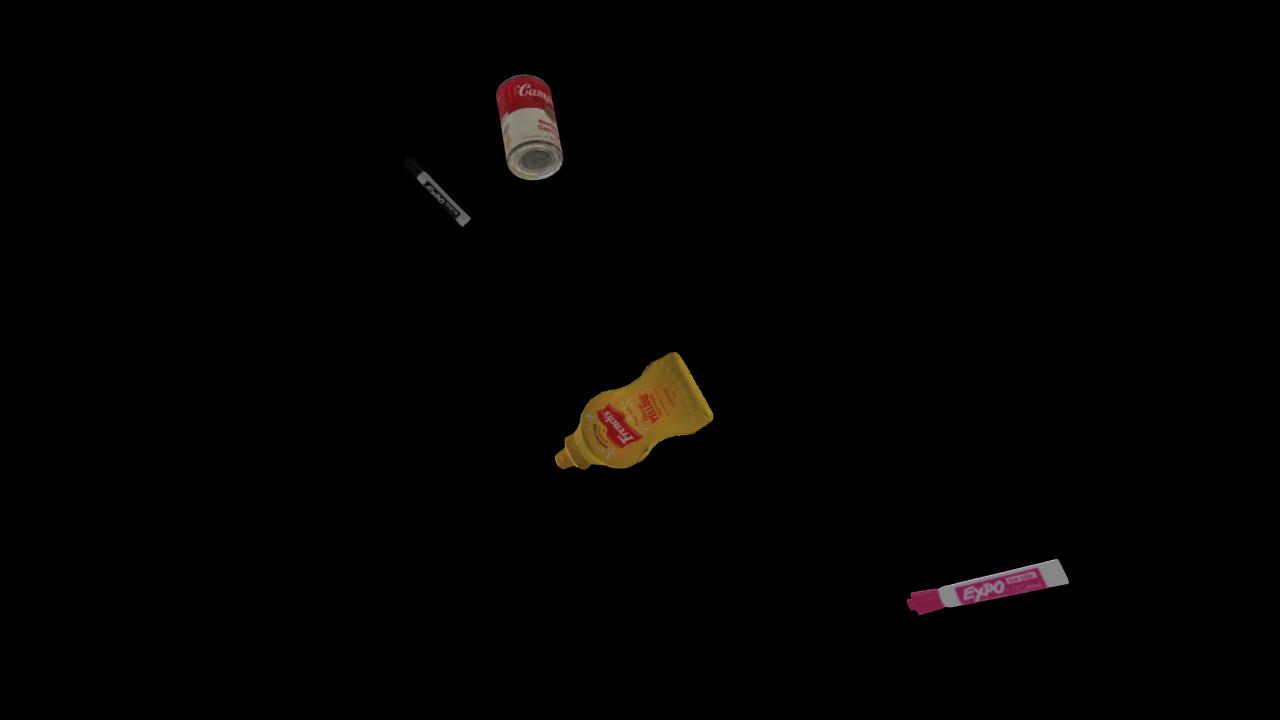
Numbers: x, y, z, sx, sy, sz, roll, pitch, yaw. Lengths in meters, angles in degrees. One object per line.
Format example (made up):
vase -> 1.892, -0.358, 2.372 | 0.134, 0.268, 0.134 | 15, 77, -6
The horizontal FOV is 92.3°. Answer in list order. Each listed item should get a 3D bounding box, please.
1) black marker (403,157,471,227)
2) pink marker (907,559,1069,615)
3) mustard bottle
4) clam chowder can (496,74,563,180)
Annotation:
black marker -> -0.299, -0.248, 0.907 | 0.121, 0.020, 0.020 | 47, -20, -20
pink marker -> 0.280, 0.187, 0.503 | 0.121, 0.020, 0.020 | -27, -13, 28
mustard bottle -> -0.016, 0.073, 0.695 | 0.184, 0.092, 0.054 | -30, -5, 8
clam chowder can -> -0.132, -0.275, 0.733 | 0.068, 0.102, 0.068 | -10, -20, -4
